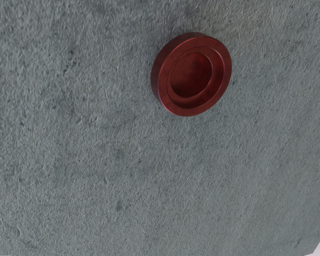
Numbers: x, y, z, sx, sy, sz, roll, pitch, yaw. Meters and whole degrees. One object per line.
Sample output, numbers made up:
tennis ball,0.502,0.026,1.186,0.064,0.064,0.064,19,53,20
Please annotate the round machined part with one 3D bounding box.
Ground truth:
round machined part,0.033,-0.066,0.372,0.099,0.042,0.097,-14,124,-21
